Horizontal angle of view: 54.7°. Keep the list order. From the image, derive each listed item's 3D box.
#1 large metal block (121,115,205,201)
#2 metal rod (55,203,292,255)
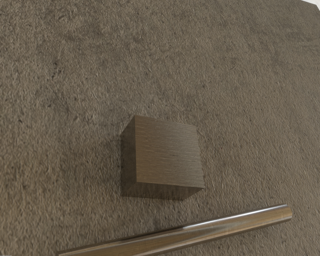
[{"bbox_3d":[0.000,0.037,0.366,0.081,0.050,0.080,10,58,-23],"label":"large metal block"},{"bbox_3d":[0.040,0.120,0.353,0.303,0.025,0.025,-2,63,-29],"label":"metal rod"}]
